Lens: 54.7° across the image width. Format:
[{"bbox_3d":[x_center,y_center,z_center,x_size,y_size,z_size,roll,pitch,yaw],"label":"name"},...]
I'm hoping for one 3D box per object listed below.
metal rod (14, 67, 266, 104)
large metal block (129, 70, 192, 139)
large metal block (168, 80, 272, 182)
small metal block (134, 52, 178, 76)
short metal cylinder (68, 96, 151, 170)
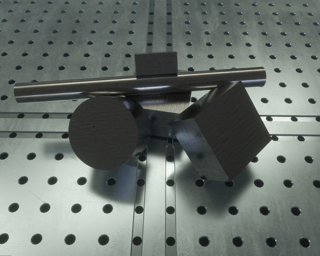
[{"bbox_3d":[-0.020,-0.053,0.383,0.302,0.025,0.025,-4,50,-4],"label":"metal rod"},{"bbox_3d":[0.001,-0.036,0.416,0.080,0.050,0.080,8,51,7],"label":"large metal block"},{"bbox_3d":[0.070,0.004,0.356,0.080,0.050,0.080,-38,103,-27],"label":"large metal block"},{"bbox_3d":[-0.006,-0.083,0.392,0.050,0.025,0.050,-5,15,-4],"label":"small metal block"},{"bbox_3d":[-0.056,0.004,0.356,0.080,0.079,0.050,15,9,12],"label":"short metal cylinder"}]
